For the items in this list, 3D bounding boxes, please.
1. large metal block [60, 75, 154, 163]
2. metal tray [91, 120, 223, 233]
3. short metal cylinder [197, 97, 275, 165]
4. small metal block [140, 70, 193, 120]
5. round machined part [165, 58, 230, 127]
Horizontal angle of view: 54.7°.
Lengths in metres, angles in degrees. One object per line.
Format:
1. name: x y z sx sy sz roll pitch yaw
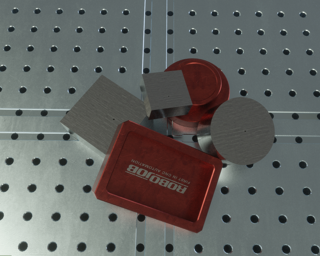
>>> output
1. large metal block: -0.065 -0.008 0.401 0.080 0.050 0.080 34 73 11
2. metal tray: 0.000 0.057 0.358 0.131 0.030 0.090 24 77 -15
3. short metal cylinder: 0.092 0.006 0.385 0.081 0.050 0.080 1 84 -11
4. small metal block: 0.006 -0.041 0.377 0.050 0.025 0.050 -9 67 -15
5. round machined part: 0.046 -0.054 0.422 0.099 0.042 0.098 0 70 0
